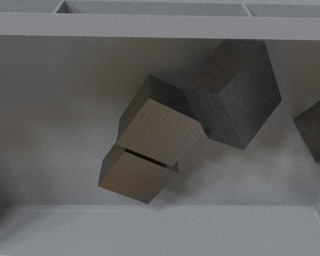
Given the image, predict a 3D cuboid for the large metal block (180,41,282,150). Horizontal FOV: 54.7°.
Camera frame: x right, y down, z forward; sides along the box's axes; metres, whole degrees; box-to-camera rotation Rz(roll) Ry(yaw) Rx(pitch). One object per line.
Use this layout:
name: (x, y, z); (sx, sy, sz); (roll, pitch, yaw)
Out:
large metal block: (0.080, -0.037, 0.335); (0.080, 0.050, 0.080); (-48, 128, -20)

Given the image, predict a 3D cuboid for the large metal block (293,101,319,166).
large metal block: (0.227, 0.019, 0.393); (0.080, 0.080, 0.050); (31, 123, -24)

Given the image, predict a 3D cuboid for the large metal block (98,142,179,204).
large metal block: (-0.031, 0.054, 0.439); (0.080, 0.050, 0.080); (25, 126, -20)

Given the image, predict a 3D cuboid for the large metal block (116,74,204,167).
large metal block: (0.002, -0.007, 0.387); (0.080, 0.050, 0.080); (24, 126, -20)
